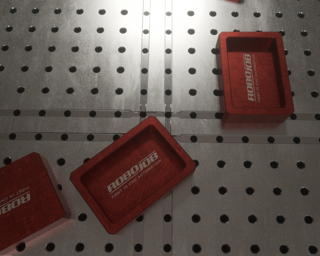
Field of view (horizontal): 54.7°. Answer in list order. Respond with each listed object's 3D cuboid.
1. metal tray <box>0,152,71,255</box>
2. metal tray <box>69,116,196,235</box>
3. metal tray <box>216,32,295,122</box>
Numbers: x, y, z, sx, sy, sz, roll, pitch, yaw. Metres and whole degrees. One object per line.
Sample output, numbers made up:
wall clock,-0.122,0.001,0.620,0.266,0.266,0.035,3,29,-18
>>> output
metal tray,-0.187,0.098,0.371,0.131,0.030,0.090,-27,73,-10
metal tray,-0.032,0.057,0.387,0.131,0.030,0.090,-37,74,-13
metal tray,0.130,-0.073,0.437,0.091,0.030,0.130,0,70,-1
